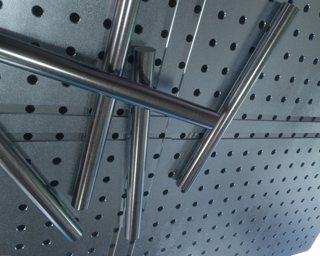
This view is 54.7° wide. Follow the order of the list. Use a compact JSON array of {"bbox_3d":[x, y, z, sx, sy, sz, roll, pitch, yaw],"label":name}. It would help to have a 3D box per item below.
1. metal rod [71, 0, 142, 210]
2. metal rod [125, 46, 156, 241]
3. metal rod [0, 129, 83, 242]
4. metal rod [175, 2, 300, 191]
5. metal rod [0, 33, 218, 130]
[{"bbox_3d":[-0.064,-0.028,0.359,0.025,0.025,0.298,4,117,-31],"label":"metal rod"},{"bbox_3d":[-0.031,0.040,0.420,0.025,0.025,0.298,-9,122,-24],"label":"metal rod"},{"bbox_3d":[-0.164,0.040,0.346,0.025,0.025,0.299,-29,129,-10],"label":"metal rod"},{"bbox_3d":[0.104,-0.034,0.449,0.025,0.025,0.298,17,109,-35],"label":"metal rod"},{"bbox_3d":[-0.066,-0.049,0.316,0.302,0.025,0.025,17,110,-26],"label":"metal rod"}]
